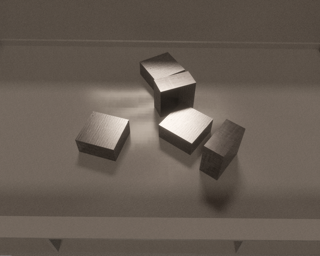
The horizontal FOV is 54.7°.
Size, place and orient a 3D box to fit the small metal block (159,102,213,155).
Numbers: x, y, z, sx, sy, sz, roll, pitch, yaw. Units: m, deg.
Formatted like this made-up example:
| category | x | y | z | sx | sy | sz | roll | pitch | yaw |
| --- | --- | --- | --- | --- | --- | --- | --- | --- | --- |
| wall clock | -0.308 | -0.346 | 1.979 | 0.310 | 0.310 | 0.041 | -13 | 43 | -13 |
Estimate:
| category | x | y | z | sx | sy | sz | roll | pitch | yaw |
| --- | --- | --- | --- | --- | --- | --- | --- | --- | --- |
| small metal block | 0.034 | 0.000 | 0.406 | 0.050 | 0.025 | 0.050 | 30 | 56 | 22 |

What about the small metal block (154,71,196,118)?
| category | x | y | z | sx | sy | sz | roll | pitch | yaw |
| --- | --- | --- | --- | --- | --- | --- | --- | --- | --- |
| small metal block | 0.020 | -0.046 | 0.428 | 0.050 | 0.050 | 0.025 | -17 | 52 | -14 |

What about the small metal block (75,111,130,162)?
| category | x | y | z | sx | sy | sz | roll | pitch | yaw |
| --- | --- | --- | --- | --- | --- | --- | --- | --- | --- |
| small metal block | -0.071 | 0.010 | 0.396 | 0.050 | 0.025 | 0.050 | 14 | 51 | 11 |

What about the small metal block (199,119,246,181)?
| category | x | y | z | sx | sy | sz | roll | pitch | yaw |
| --- | --- | --- | --- | --- | --- | --- | --- | --- | --- |
| small metal block | 0.074 | 0.026 | 0.368 | 0.025 | 0.050 | 0.050 | 31 | 56 | 23 |

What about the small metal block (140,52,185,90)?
| category | x | y | z | sx | sy | sz | roll | pitch | yaw |
| --- | --- | --- | --- | --- | --- | --- | --- | --- | --- |
| small metal block | 0.003 | -0.086 | 0.478 | 0.050 | 0.025 | 0.050 | -24 | 54 | -19 |
